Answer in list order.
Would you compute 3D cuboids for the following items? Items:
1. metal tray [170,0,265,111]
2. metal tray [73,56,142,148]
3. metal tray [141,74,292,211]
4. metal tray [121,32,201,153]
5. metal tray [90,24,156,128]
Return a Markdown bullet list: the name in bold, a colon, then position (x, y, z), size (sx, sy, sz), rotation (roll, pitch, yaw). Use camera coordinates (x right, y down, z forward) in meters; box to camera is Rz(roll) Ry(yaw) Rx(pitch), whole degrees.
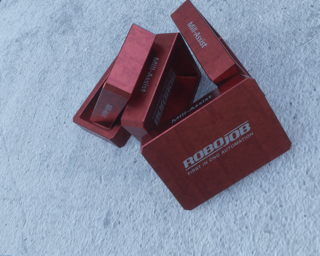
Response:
- **metal tray**: position (0.069, -0.090, 0.379), size (0.030, 0.090, 0.130), rotation (-39, 50, 20)
- **metal tray**: position (-0.059, -0.044, 0.458), size (0.090, 0.030, 0.130), rotation (22, 73, 35)
- **metal tray**: position (0.057, 0.016, 0.323), size (0.130, 0.090, 0.030), rotation (-34, 17, 6)
- **metal tray**: position (0.008, -0.040, 0.383), size (0.030, 0.090, 0.130), rotation (7, 65, 31)
- **metal tray**: position (-0.051, -0.060, 0.394), size (0.130, 0.030, 0.090), rotation (-39, 29, 66)
